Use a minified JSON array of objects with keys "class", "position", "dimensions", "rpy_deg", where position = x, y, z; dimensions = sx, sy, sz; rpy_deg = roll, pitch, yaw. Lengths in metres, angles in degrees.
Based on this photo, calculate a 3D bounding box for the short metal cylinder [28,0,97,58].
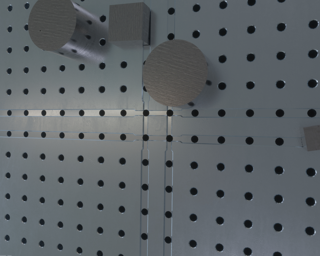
[{"class":"short metal cylinder","position":[-0.141,-0.146,0.449],"dimensions":[0.080,0.050,0.079],"rpy_deg":[0,90,20]}]

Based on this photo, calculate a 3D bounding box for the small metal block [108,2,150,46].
[{"class":"small metal block","position":[-0.042,-0.142,0.427],"dimensions":[0.050,0.025,0.050],"rpy_deg":[3,91,20]}]

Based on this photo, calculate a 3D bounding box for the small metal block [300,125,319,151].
[{"class":"small metal block","position":[0.182,0.008,0.335],"dimensions":[0.050,0.050,0.025],"rpy_deg":[-10,87,19]}]

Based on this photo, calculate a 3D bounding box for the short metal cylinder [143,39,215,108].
[{"class":"short metal cylinder","position":[0.025,-0.065,0.390],"dimensions":[0.080,0.050,0.079],"rpy_deg":[0,90,20]}]
